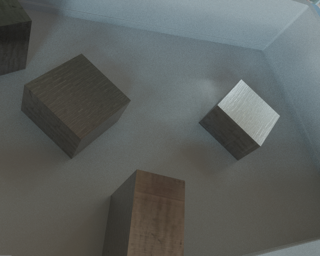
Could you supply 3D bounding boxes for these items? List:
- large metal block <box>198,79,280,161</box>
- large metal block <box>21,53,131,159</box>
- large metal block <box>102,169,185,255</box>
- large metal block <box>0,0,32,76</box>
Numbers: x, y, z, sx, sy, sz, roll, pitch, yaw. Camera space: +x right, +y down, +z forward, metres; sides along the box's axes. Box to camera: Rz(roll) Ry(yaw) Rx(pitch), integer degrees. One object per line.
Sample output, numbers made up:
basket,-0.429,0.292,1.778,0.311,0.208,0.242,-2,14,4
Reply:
large metal block,0.119,-0.013,0.461,0.080,0.050,0.080,44,51,2
large metal block,-0.095,-0.026,0.354,0.080,0.050,0.080,44,51,2
large metal block,-0.018,0.097,0.302,0.050,0.080,0.080,17,55,-19
large metal block,-0.188,-0.113,0.338,0.050,0.080,0.080,-29,78,-37
